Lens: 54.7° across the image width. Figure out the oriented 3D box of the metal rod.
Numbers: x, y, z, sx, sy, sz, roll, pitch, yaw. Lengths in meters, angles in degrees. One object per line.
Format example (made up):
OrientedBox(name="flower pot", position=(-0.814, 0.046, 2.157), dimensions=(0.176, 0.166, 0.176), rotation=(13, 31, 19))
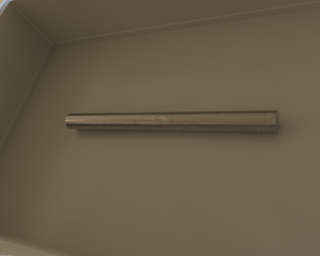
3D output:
OrientedBox(name="metal rod", position=(-0.004, -0.009, 0.409), dimensions=(0.300, 0.025, 0.025), rotation=(1, 62, 28))
